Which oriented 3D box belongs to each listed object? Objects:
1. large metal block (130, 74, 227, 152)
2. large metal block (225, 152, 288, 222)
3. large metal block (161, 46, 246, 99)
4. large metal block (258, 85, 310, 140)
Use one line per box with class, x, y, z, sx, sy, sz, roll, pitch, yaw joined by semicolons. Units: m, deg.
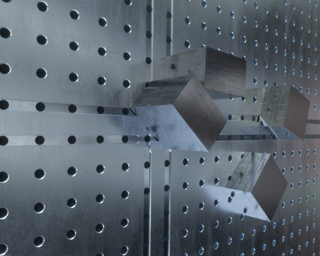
large metal block;0.023;-0.017;0.392;0.080;0.080;0.050;50;61;-28
large metal block;0.167;0.099;0.532;0.080;0.050;0.080;52;60;-27
large metal block;0.059;-0.069;0.421;0.081;0.080;0.050;5;87;-40
large metal block;0.237;-0.027;0.590;0.080;0.050;0.080;25;75;-37
